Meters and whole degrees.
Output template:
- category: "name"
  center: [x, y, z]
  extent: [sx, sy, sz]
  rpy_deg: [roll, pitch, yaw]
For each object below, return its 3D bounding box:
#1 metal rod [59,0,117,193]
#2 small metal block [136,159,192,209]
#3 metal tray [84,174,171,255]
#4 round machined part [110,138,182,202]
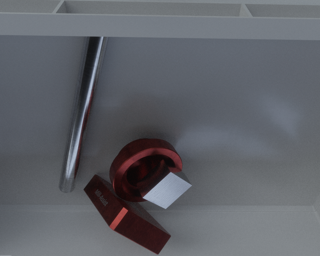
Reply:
- category: "metal rod"
  center: [-0.100, -0.017, 0.393]
  extent: [0.025, 0.025, 0.298]
  rpy_deg: [14, 129, -12]
- category: "small metal block"
  center: [0.006, 0.076, 0.416]
  extent: [0.050, 0.025, 0.050]
  rpy_deg: [-44, 132, 9]
- category: "metal tray"
  center: [-0.051, 0.121, 0.448]
  extent: [0.090, 0.130, 0.030]
  rpy_deg: [41, 81, -30]
- category: "round machined part"
  center: [-0.022, 0.053, 0.429]
  extent: [0.099, 0.042, 0.097]
  rpy_deg: [-14, 129, -17]
